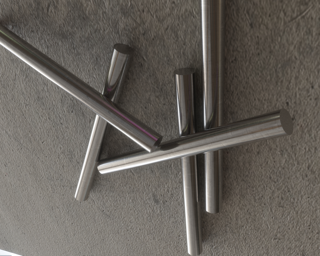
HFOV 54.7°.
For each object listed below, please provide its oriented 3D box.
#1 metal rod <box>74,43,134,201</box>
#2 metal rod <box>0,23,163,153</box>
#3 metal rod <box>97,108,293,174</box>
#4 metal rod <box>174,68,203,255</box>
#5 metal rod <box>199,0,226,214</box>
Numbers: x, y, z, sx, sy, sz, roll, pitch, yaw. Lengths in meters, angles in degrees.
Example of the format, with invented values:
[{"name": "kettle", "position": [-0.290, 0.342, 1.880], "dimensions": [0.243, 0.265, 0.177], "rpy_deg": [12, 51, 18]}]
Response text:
[{"name": "metal rod", "position": [-0.091, 0.013, 0.460], "dimensions": [0.025, 0.025, 0.298], "rpy_deg": [31, 128, 8]}, {"name": "metal rod", "position": [-0.124, -0.063, 0.406], "dimensions": [0.300, 0.025, 0.025], "rpy_deg": [35, 129, 14]}, {"name": "metal rod", "position": [0.013, 0.028, 0.385], "dimensions": [0.299, 0.025, 0.025], "rpy_deg": [-18, 109, 45]}, {"name": "metal rod", "position": [0.042, 0.065, 0.423], "dimensions": [0.025, 0.025, 0.298], "rpy_deg": [8, 122, 24]}, {"name": "metal rod", "position": [0.062, -0.018, 0.361], "dimensions": [0.025, 0.025, 0.298], "rpy_deg": [8, 122, 23]}]
